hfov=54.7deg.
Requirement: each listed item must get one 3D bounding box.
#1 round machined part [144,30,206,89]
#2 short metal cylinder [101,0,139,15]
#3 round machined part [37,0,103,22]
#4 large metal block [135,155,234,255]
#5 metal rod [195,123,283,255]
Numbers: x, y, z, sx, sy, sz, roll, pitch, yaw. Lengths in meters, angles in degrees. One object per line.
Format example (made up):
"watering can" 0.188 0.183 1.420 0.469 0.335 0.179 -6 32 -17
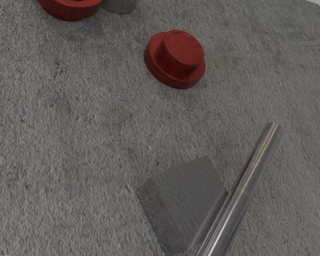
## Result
"round machined part" 0.028 -0.111 0.476 0.099 0.042 0.098 14 56 -21
"short metal cylinder" -0.066 -0.228 0.491 0.081 0.050 0.080 14 56 -21
"round machined part" -0.132 -0.190 0.438 0.099 0.042 0.098 14 56 -21
"large metal block" 0.031 0.086 0.351 0.081 0.050 0.080 -16 70 -35
"metal rod" 0.076 0.090 0.325 0.025 0.025 0.301 42 51 0
